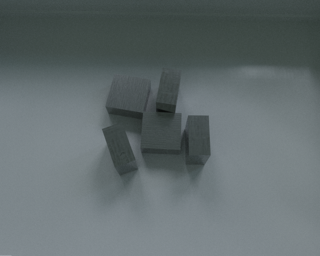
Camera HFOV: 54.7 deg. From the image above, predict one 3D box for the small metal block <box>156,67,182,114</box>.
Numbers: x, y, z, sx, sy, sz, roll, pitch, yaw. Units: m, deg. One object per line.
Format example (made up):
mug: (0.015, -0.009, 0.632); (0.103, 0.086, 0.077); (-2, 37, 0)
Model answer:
small metal block: (0.011, -0.045, 0.413); (0.025, 0.050, 0.050); (9, 70, 3)

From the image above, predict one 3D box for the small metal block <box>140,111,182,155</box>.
small metal block: (0.002, 0.007, 0.407); (0.050, 0.025, 0.050); (3, 70, 0)

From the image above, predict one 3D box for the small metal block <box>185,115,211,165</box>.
small metal block: (0.046, 0.016, 0.391); (0.025, 0.050, 0.050); (1, 70, 0)

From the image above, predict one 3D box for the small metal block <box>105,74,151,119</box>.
small metal block: (-0.042, -0.043, 0.425); (0.050, 0.025, 0.050); (10, 70, 3)

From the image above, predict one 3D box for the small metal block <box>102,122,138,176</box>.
small metal block: (-0.049, 0.027, 0.386); (0.025, 0.050, 0.050); (-20, 72, -7)
